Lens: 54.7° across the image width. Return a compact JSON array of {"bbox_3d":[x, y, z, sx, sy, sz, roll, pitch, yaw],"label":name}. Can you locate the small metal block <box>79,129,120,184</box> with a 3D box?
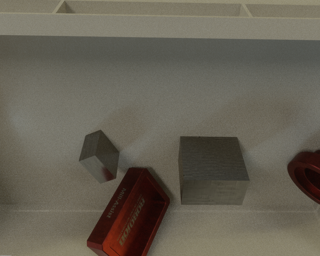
[{"bbox_3d":[-0.082,0.039,0.425,0.025,0.050,0.050,-21,127,16],"label":"small metal block"}]

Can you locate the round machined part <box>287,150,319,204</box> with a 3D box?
[{"bbox_3d":[0.236,0.069,0.437,0.042,0.098,0.098,-42,127,-13],"label":"round machined part"}]

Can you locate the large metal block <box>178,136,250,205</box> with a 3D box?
[{"bbox_3d":[0.068,0.057,0.423,0.081,0.080,0.050,1,130,-1],"label":"large metal block"}]

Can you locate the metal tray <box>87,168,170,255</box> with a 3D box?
[{"bbox_3d":[-0.039,0.134,0.452,0.030,0.130,0.090,-2,134,37],"label":"metal tray"}]
